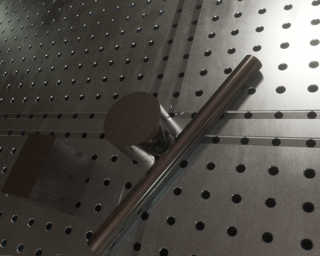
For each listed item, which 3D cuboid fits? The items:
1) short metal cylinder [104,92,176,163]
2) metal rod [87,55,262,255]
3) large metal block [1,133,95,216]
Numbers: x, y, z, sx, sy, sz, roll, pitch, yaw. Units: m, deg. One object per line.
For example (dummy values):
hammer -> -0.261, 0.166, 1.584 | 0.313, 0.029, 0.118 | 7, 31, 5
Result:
short metal cylinder -> -0.025, -0.001, 0.405 | 0.080, 0.050, 0.080 | -13, 56, 20
metal rod -> 0.023, 0.027, 0.378 | 0.300, 0.025, 0.025 | -49, 52, -7
large metal block -> -0.143, 0.062, 0.408 | 0.050, 0.080, 0.080 | 3, 63, 29
